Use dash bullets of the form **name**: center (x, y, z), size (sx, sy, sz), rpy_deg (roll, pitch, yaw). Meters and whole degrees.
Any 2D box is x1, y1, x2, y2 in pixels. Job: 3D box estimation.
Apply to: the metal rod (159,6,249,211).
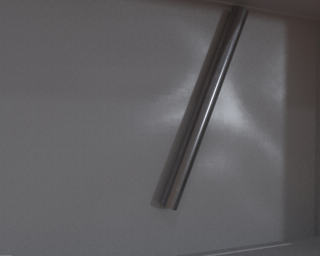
- **metal rod**: center (0.064, -0.033, 0.433), size (0.025, 0.025, 0.299), rpy_deg (24, 82, -19)
